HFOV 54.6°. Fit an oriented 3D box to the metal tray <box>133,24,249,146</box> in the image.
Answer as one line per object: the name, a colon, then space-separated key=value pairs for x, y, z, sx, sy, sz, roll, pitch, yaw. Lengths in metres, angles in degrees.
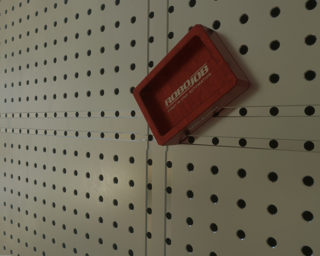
metal tray: x=0.031 y=-0.048 z=0.381 sx=0.129 sy=0.030 sz=0.090 roll=-41 pitch=65 yaw=32
